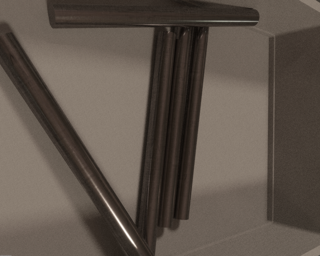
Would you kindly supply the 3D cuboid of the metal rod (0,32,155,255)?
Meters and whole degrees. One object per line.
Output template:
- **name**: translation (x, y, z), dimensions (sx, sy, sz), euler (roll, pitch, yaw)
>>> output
- **metal rod**: translation (-0.078, 0.044, 0.326), dimensions (0.025, 0.025, 0.299), euler (-40, 110, -33)

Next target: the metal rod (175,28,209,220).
- **metal rod**: translation (0.045, -0.022, 0.446), dimensions (0.025, 0.025, 0.298), euler (11, 83, -40)

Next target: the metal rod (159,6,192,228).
- **metal rod**: translation (0.020, -0.018, 0.425), dimensions (0.025, 0.025, 0.298), euler (10, 84, -40)

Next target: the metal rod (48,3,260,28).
- **metal rod**: translation (0.016, -0.141, 0.394), dimensions (0.303, 0.025, 0.025), euler (-12, 98, -31)

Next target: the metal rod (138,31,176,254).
- **metal rod**: translation (-0.005, 0.023, 0.404), dimensions (0.025, 0.025, 0.298), euler (9, 84, -40)
